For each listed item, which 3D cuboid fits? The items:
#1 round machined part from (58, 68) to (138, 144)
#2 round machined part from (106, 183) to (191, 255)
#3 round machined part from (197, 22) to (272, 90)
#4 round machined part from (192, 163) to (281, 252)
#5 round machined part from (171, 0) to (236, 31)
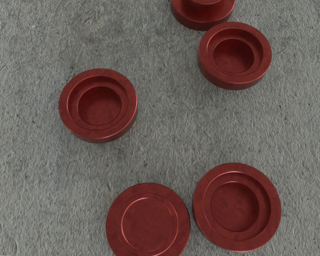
[{"bbox_3d":[-0.078,-0.026,0.408,0.099,0.042,0.098,0,70,0],"label":"round machined part"},{"bbox_3d":[-0.014,0.112,0.358,0.099,0.042,0.098,0,70,0],"label":"round machined part"},{"bbox_3d":[0.101,-0.096,0.435,0.099,0.042,0.098,0,70,0],"label":"round machined part"},{"bbox_3d":[0.087,0.093,0.365,0.099,0.042,0.098,0,70,0],"label":"round machined part"},{"bbox_3d":[0.066,-0.202,0.473,0.099,0.042,0.098,0,70,0],"label":"round machined part"}]
